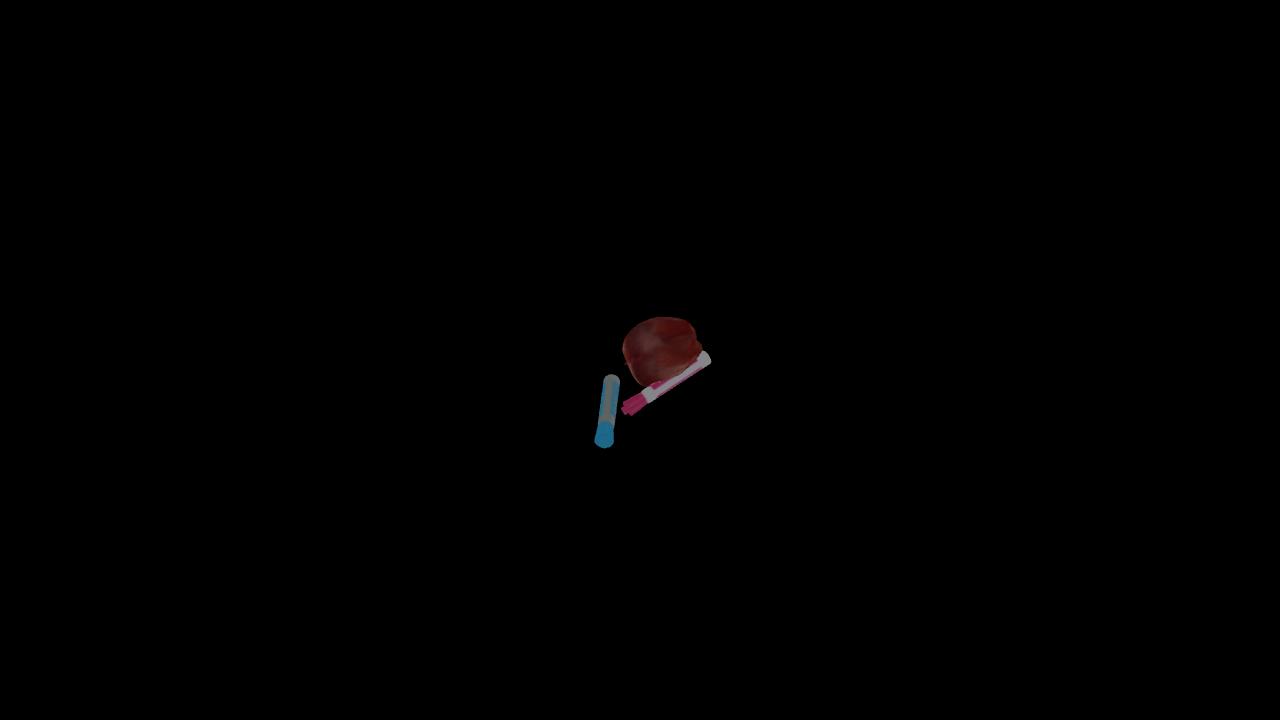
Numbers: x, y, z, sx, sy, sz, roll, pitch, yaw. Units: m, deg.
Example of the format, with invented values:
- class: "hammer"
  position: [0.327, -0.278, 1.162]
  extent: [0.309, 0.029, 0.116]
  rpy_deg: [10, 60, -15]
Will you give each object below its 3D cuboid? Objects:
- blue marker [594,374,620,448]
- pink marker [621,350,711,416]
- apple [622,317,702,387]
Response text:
- class: "blue marker"
  position: [-0.033, 0.052, 0.640]
  extent: [0.020, 0.020, 0.121]
  rpy_deg: [0, 28, 2]
- class: "pink marker"
  position: [0.030, 0.027, 0.710]
  extent: [0.121, 0.020, 0.020]
  rpy_deg: [-32, 10, -16]
- class: "apple"
  position: [0.024, -0.011, 0.724]
  extent: [0.093, 0.079, 0.079]
  rpy_deg: [-24, -5, 11]
